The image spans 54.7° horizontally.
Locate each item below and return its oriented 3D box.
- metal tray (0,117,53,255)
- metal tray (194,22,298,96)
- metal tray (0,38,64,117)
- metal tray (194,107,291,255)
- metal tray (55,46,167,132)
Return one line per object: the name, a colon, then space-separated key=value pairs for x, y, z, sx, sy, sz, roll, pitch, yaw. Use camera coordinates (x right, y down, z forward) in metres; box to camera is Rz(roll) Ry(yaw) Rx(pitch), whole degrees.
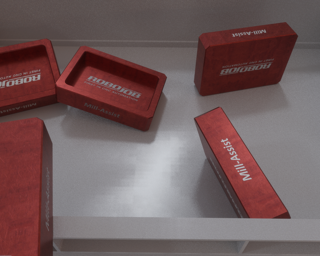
metal tray: x=-0.120 y=0.054 z=0.202 sx=0.091 sy=0.030 sz=0.130 roll=-10 pitch=48 yaw=-9
metal tray: x=0.119 y=-0.097 z=0.444 sx=0.131 sy=0.090 sz=0.030 roll=-10 pitch=51 yaw=-9
metal tray: x=-0.208 y=-0.068 z=0.435 sx=0.131 sy=0.030 sz=0.090 roll=-16 pitch=75 yaw=-13
metal tray: x=0.080 y=0.052 z=0.316 sx=0.030 sy=0.090 sz=0.130 roll=-25 pitch=53 yaw=1
metal tray: x=-0.064 y=-0.057 z=0.428 sx=0.131 sy=0.030 sz=0.090 roll=19 pitch=51 yaw=-3
